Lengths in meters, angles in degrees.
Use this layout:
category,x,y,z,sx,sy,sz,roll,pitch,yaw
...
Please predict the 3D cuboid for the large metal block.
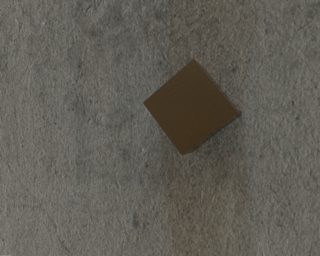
category,x,y,z,sx,sy,sz,roll,pitch,yaw
large metal block,0.041,-0.024,0.382,0.080,0.050,0.080,-40,78,15
